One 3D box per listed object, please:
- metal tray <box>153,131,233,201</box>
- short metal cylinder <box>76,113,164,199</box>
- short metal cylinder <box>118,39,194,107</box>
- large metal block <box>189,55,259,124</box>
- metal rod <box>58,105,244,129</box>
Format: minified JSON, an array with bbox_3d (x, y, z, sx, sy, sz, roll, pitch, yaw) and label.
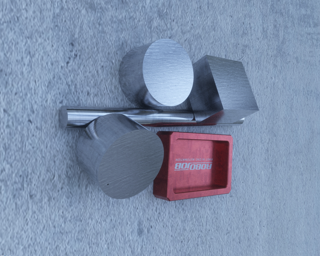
[{"bbox_3d":[0.052,0.052,0.445,0.131,0.030,0.089,4,87,-40],"label":"metal tray"},{"bbox_3d":[-0.043,0.030,0.338,0.081,0.050,0.079,-19,123,-33],"label":"short metal cylinder"},{"bbox_3d":[-0.004,-0.066,0.386,0.081,0.050,0.080,0,89,-40],"label":"short metal cylinder"},{"bbox_3d":[0.087,-0.053,0.447,0.081,0.050,0.080,-1,70,-40],"label":"large metal block"},{"bbox_3d":[0.015,-0.014,0.420,0.302,0.025,0.025,-1,91,-40],"label":"metal rod"}]
